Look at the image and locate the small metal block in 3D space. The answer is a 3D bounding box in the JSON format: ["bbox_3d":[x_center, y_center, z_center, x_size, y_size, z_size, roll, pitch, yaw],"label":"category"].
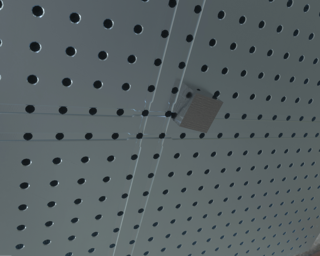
[{"bbox_3d":[0.051,-0.025,0.426,0.050,0.025,0.050,14,111,-34],"label":"small metal block"}]
